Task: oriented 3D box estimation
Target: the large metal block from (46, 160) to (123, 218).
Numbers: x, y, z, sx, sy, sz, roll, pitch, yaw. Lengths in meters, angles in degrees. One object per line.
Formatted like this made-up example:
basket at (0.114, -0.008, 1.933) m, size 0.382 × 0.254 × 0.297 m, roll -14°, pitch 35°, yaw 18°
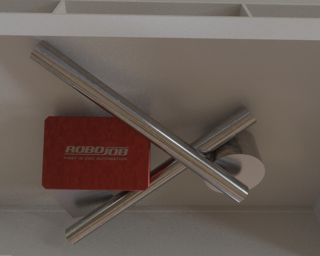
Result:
large metal block at (-0.107, 0.082, 0.455) m, size 0.080 × 0.050 × 0.080 m, roll -15°, pitch 129°, yaw 12°

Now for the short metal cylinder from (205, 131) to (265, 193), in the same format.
short metal cylinder at (0.099, 0.047, 0.431) m, size 0.081 × 0.050 × 0.079 m, roll 0°, pitch 130°, yaw 0°

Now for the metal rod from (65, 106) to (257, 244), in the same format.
metal rod at (-0.005, 0.068, 0.417) m, size 0.300 × 0.025 × 0.025 m, roll -35°, pitch 123°, yaw 9°

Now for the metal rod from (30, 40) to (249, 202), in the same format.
metal rod at (-0.014, 0.000, 0.368) m, size 0.301 × 0.025 × 0.025 m, roll 36°, pitch 122°, yaw -12°

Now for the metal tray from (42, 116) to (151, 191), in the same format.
metal tray at (-0.078, 0.032, 0.394) m, size 0.131 × 0.030 × 0.089 m, roll 1°, pitch 86°, yaw 0°
